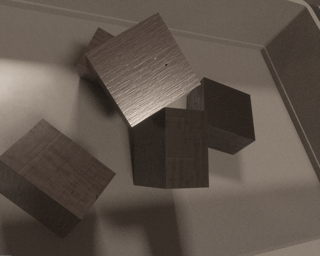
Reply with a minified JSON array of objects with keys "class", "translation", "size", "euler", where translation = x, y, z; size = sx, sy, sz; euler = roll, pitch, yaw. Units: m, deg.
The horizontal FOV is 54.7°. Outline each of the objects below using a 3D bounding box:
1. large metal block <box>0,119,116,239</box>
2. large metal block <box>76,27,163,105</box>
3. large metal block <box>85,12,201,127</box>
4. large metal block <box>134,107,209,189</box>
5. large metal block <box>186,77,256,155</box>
[{"class":"large metal block","translation":[-0.099,0.051,0.287],"size":[0.080,0.080,0.050],"euler":[38,51,-3]},{"class":"large metal block","translation":[-0.051,-0.069,0.377],"size":[0.080,0.080,0.050],"euler":[28,85,-11]},{"class":"large metal block","translation":[-0.019,-0.056,0.317],"size":[0.080,0.050,0.080],"euler":[-33,97,-9]},{"class":"large metal block","translation":[0.010,0.025,0.347],"size":[0.050,0.080,0.080],"euler":[4,81,-27]},{"class":"large metal block","translation":[0.085,-0.016,0.447],"size":[0.081,0.050,0.080],"euler":[17,55,-19]}]
